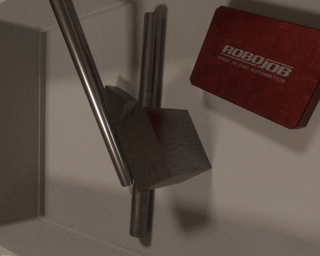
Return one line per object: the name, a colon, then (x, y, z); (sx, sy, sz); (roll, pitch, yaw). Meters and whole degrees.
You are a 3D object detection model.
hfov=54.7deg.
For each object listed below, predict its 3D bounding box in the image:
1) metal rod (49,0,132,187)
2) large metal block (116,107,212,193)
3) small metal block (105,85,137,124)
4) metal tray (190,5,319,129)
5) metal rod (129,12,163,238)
metal rod: (-0.087, -0.058, 0.397); (0.025, 0.025, 0.298); (-2, 114, 40)
large metal block: (0.006, 0.024, 0.365); (0.050, 0.081, 0.080); (-33, 70, 35)
small metal block: (-0.065, -0.029, 0.458); (0.050, 0.025, 0.050); (37, 112, 33)
metal tray: (0.102, -0.065, 0.319); (0.130, 0.030, 0.089); (31, 109, 35)
metal rod: (-0.019, -0.002, 0.420); (0.025, 0.025, 0.298); (7, 94, 39)
